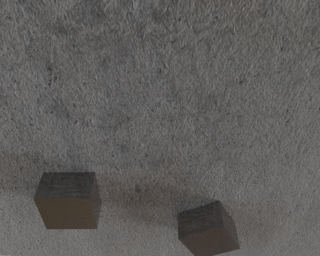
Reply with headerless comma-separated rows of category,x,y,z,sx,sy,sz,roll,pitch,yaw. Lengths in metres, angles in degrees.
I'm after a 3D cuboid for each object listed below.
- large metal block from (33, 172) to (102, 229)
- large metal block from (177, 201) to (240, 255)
large metal block,-0.141,0.115,0.487,0.081,0.050,0.079,0,130,0
large metal block,0.085,0.181,0.546,0.080,0.050,0.080,-22,127,18
